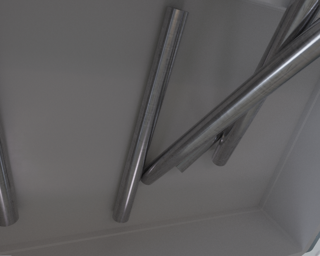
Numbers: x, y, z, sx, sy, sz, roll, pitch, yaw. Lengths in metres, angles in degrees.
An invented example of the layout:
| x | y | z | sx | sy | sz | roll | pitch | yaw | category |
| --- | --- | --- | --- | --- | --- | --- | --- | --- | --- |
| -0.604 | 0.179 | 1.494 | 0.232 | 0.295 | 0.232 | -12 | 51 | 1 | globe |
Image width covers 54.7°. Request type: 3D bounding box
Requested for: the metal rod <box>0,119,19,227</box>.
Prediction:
| x | y | z | sx | sy | sz | roll | pitch | yaw | category |
| --- | --- | --- | --- | --- | --- | --- | --- | --- | --- |
| -0.172 | -0.019 | 0.302 | 0.025 | 0.025 | 0.298 | -9 | 123 | -24 | metal rod |

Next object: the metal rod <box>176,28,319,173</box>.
| x | y | z | sx | sy | sz | roll | pitch | yaw | category |
| --- | --- | --- | --- | --- | --- | --- | --- | --- | --- |
| 0.136 | -0.043 | 0.455 | 0.300 | 0.025 | 0.025 | -42 | 129 | 0 | metal rod |

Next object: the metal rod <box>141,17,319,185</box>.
| x | y | z | sx | sy | sz | roll | pitch | yaw | category |
| --- | --- | --- | --- | --- | --- | --- | --- | --- | --- |
| 0.059 | -0.005 | 0.342 | 0.025 | 0.025 | 0.298 | 9 | 145 | -32 | metal rod |

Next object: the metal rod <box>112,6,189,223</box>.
| x | y | z | sx | sy | sz | roll | pitch | yaw | category |
| --- | --- | --- | --- | --- | --- | --- | --- | --- | --- |
| -0.019 | 0.001 | 0.398 | 0.025 | 0.025 | 0.298 | 2 | 117 | -30 | metal rod |

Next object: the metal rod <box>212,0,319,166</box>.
| x | y | z | sx | sy | sz | roll | pitch | yaw | category |
| --- | --- | --- | --- | --- | --- | --- | --- | --- | --- |
| 0.107 | -0.031 | 0.360 | 0.025 | 0.025 | 0.298 | -19 | 151 | -17 | metal rod |
